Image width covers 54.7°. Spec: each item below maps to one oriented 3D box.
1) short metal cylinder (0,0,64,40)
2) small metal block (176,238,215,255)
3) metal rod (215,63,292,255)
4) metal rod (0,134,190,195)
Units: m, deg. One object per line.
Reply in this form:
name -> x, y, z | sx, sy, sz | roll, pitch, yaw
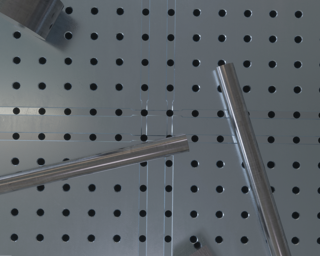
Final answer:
short metal cylinder -> -0.169, -0.152, 0.384 | 0.080, 0.080, 0.050 | 28, 90, 0
small metal block -> 0.052, 0.186, 0.414 | 0.050, 0.025, 0.050 | -33, 90, 0
metal rod -> 0.129, 0.060, 0.414 | 0.025, 0.025, 0.298 | -17, 90, 0
metal rod -> -0.111, 0.053, 0.412 | 0.302, 0.025, 0.025 | -13, 90, 0
